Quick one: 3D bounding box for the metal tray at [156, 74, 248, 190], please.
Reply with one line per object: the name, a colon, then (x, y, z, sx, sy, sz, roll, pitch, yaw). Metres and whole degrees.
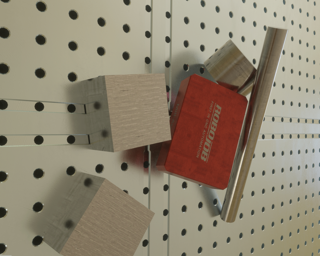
metal tray: (0.057, 0.006, 0.405, 0.091, 0.030, 0.130, 21, 76, -17)

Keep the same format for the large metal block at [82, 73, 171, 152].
large metal block: (-0.037, -0.020, 0.361, 0.081, 0.050, 0.079, -10, 97, -39)

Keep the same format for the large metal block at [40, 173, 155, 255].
large metal block: (-0.065, 0.106, 0.339, 0.080, 0.050, 0.080, 44, 64, -31)

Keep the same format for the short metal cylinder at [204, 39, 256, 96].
short metal cylinder: (0.110, -0.084, 0.458, 0.080, 0.050, 0.080, 41, 22, -20)

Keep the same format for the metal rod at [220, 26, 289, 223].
metal rod: (0.128, 0.011, 0.444, 0.025, 0.025, 0.298, -14, 122, -39)

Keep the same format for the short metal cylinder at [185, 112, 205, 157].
short metal cylinder: (0.061, 0.011, 0.443, 0.081, 0.050, 0.080, 0, 90, -40)
